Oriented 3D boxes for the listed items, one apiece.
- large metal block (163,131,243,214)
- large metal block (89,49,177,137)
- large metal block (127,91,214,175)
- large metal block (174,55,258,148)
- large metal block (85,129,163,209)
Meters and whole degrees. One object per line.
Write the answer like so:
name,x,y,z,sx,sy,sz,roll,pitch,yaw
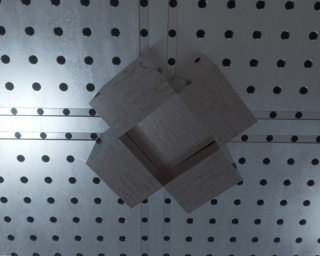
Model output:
large metal block,0.051,0.051,0.404,0.080,0.080,0.050,-35,106,12
large metal block,-0.029,-0.045,0.367,0.080,0.080,0.050,-37,106,12
large metal block,0.012,-0.002,0.398,0.080,0.050,0.080,-36,105,14
large metal block,0.063,-0.035,0.372,0.050,0.080,0.080,-37,106,12
large metal block,-0.041,0.041,0.398,0.050,0.080,0.080,-37,107,12
